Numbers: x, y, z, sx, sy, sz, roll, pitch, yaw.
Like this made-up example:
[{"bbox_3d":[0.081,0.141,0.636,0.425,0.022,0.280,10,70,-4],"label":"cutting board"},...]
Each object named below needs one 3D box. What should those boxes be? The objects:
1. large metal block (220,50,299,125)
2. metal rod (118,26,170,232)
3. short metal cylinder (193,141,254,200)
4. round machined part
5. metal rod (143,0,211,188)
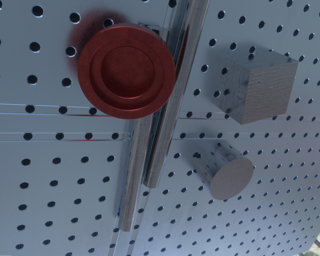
[{"bbox_3d":[0.137,-0.058,0.436,0.081,0.050,0.079,-14,124,-21],"label":"large metal block"},{"bbox_3d":[-0.027,0.020,0.410,0.025,0.025,0.298,-4,120,-27],"label":"metal rod"},{"bbox_3d":[0.100,0.068,0.494,0.081,0.050,0.079,-14,125,-21],"label":"short metal cylinder"},{"bbox_3d":[-0.033,-0.062,0.329,0.099,0.042,0.097,0,117,0],"label":"round machined part"},{"bbox_3d":[0.020,-0.050,0.392,0.025,0.025,0.298,0,119,-29],"label":"metal rod"}]
